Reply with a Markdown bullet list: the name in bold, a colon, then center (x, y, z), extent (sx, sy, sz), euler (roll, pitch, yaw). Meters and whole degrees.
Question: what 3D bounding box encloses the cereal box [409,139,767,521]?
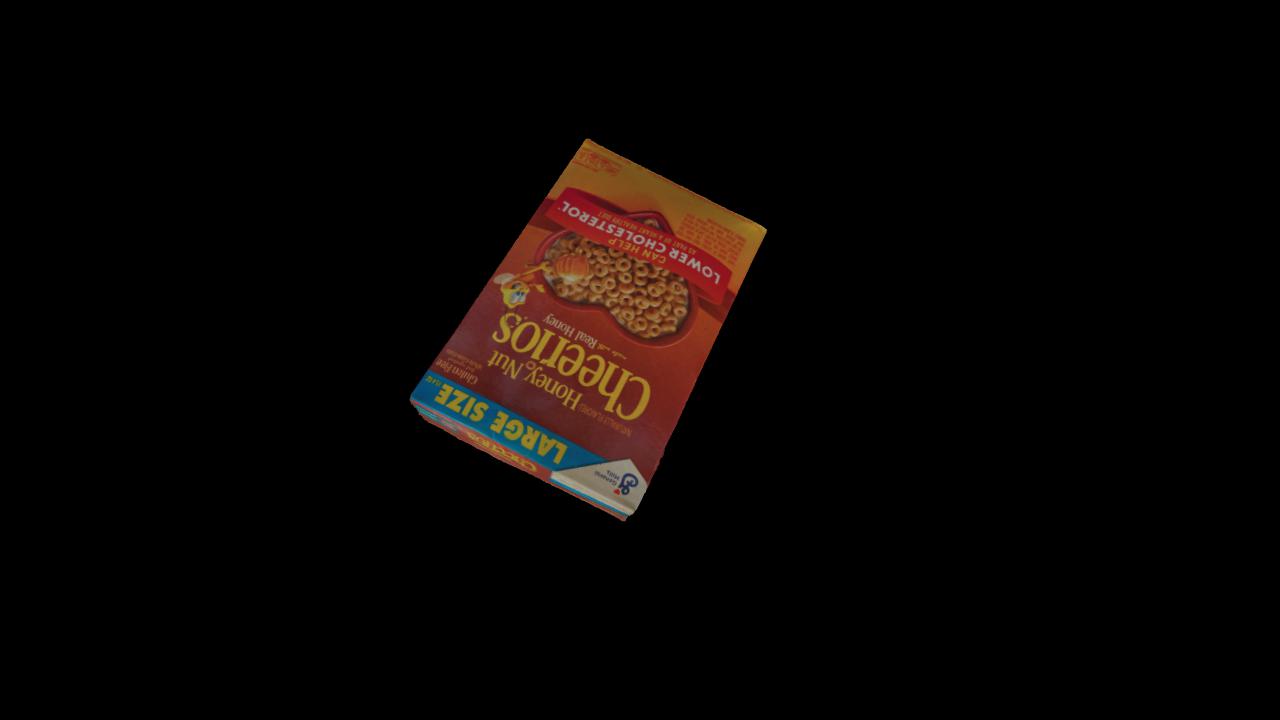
- **cereal box**: center (-0.034, -0.036, 0.564), extent (0.203, 0.306, 0.081), euler (27, -23, 2)
